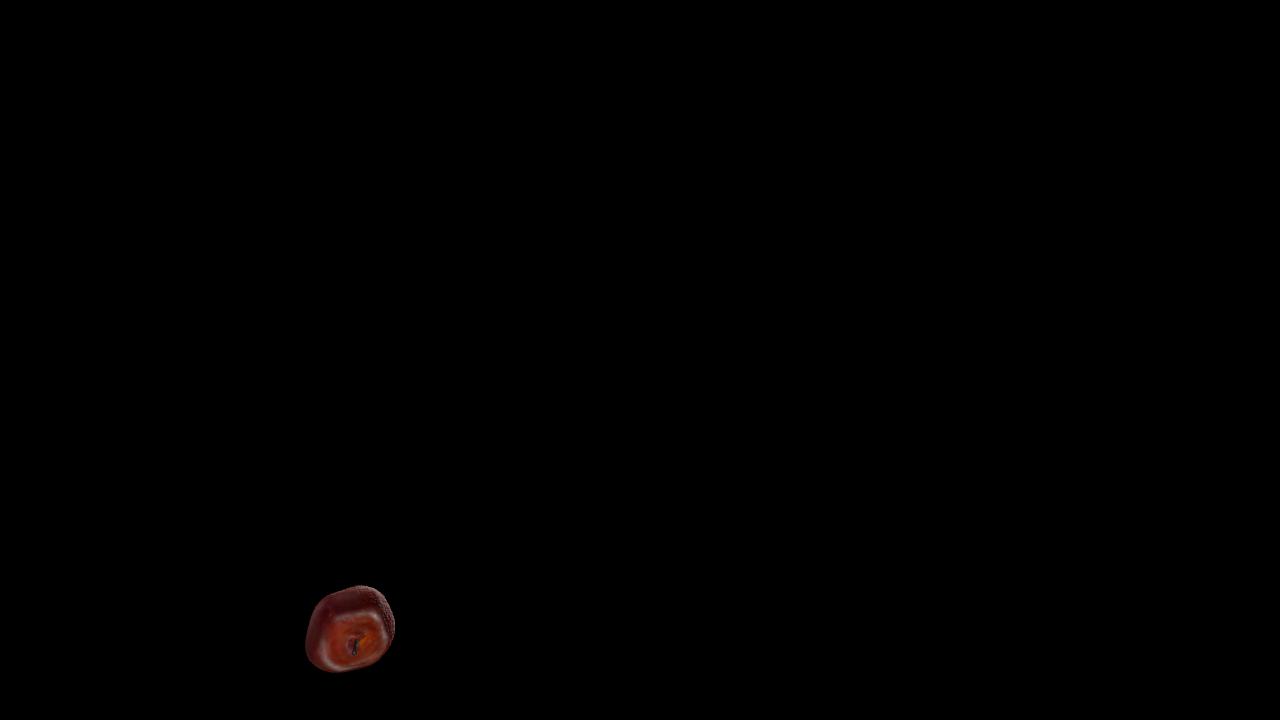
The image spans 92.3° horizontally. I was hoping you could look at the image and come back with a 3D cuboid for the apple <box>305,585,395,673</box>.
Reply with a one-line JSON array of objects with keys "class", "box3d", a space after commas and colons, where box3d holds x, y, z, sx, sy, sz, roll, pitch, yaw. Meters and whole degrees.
[{"class": "apple", "box3d": [-0.279, 0.258, 0.591, 0.079, 0.079, 0.093, 0, 2, -30]}]
